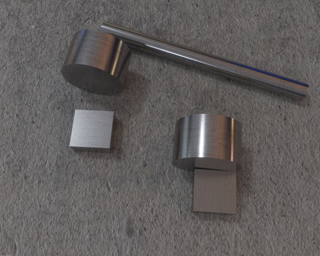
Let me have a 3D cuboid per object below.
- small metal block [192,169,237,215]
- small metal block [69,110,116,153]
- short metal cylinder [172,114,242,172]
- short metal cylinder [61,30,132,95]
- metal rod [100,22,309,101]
[{"bbox_3d":[0.066,0.079,0.380,0.050,0.025,0.050,4,70,1],"label":"small metal block"},{"bbox_3d":[-0.086,0.005,0.406,0.050,0.025,0.050,3,70,1],"label":"small metal block"},{"bbox_3d":[0.057,0.021,0.372,0.080,0.080,0.050,5,70,2],"label":"short metal cylinder"},{"bbox_3d":[-0.083,-0.084,0.409,0.080,0.080,0.050,10,71,4],"label":"short metal cylinder"},{"bbox_3d":[0.058,-0.097,0.444,0.301,0.025,0.025,19,71,6],"label":"metal rod"}]
